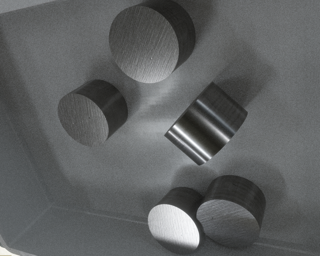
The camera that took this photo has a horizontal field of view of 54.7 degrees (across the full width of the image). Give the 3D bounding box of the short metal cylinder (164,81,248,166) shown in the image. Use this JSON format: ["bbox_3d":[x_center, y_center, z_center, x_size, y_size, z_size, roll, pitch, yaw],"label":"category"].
[{"bbox_3d":[0.050,-0.005,0.344,0.050,0.080,0.080,41,129,0],"label":"short metal cylinder"}]

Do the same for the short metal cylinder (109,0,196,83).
[{"bbox_3d":[-0.008,-0.095,0.338,0.080,0.050,0.079,13,124,21],"label":"short metal cylinder"}]

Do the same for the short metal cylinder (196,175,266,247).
[{"bbox_3d":[0.095,0.110,0.410,0.080,0.050,0.079,13,124,20],"label":"short metal cylinder"}]

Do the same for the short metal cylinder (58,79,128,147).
[{"bbox_3d":[-0.092,-0.021,0.428,0.080,0.050,0.079,13,124,21],"label":"short metal cylinder"}]

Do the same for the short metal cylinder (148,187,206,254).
[{"bbox_3d":[0.030,0.133,0.451,0.080,0.050,0.079,12,114,27],"label":"short metal cylinder"}]
